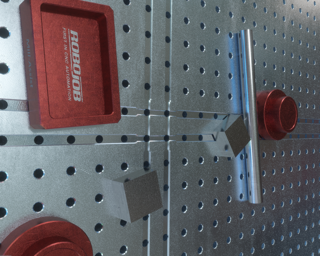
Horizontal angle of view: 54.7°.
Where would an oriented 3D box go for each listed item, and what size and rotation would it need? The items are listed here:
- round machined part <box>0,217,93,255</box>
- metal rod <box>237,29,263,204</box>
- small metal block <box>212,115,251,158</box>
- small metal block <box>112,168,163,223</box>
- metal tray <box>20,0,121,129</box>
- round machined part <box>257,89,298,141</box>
[{"bbox_3d":[-0.110,0.142,0.306,0.099,0.042,0.097,0,90,-40],"label":"round machined part"},{"bbox_3d":[0.158,-0.018,0.541,0.025,0.025,0.298,-9,96,-40],"label":"metal rod"},{"bbox_3d":[0.118,0.013,0.508,0.050,0.025,0.050,-41,115,-32],"label":"small metal block"},{"bbox_3d":[-0.027,0.082,0.386,0.050,0.025,0.050,-17,101,-39],"label":"small metal block"},{"bbox_3d":[-0.091,-0.067,0.328,0.091,0.030,0.129,-6,94,-40],"label":"metal tray"},{"bbox_3d":[0.225,-0.025,0.586,0.099,0.042,0.097,0,90,-40],"label":"round machined part"}]
